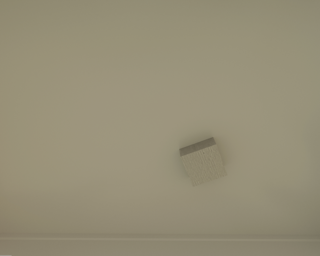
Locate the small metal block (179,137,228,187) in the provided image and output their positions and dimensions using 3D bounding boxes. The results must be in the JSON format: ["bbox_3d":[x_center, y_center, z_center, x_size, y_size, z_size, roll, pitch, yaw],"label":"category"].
[{"bbox_3d":[0.060,0.047,0.430,0.050,0.025,0.050,-20,109,7],"label":"small metal block"}]
